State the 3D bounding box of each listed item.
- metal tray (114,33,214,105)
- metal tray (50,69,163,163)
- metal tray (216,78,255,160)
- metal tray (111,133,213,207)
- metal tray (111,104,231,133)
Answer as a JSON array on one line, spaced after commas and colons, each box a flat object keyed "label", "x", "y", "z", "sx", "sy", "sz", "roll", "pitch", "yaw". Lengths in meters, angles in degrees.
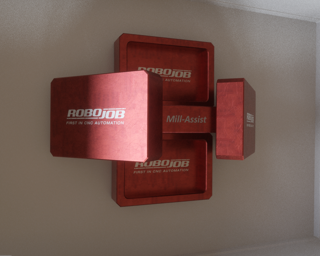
[{"label": "metal tray", "x": 0.007, "y": -0.070, "z": 0.408, "sx": 0.131, "sy": 0.030, "sz": 0.089, "roll": 0, "pitch": 91, "yaw": -21}, {"label": "metal tray", "x": -0.062, "y": -0.012, "z": 0.337, "sx": 0.030, "sy": 0.130, "sz": 0.089, "roll": 1, "pitch": 89, "yaw": -62}, {"label": "metal tray", "x": 0.100, "y": -0.009, "z": 0.397, "sx": 0.030, "sy": 0.130, "sz": 0.089, "roll": 1, "pitch": 90, "yaw": 22}, {"label": "metal tray", "x": 0.004, "y": 0.050, "z": 0.406, "sx": 0.131, "sy": 0.030, "sz": 0.089, "roll": 0, "pitch": 90, "yaw": -21}, {"label": "metal tray", "x": 0.013, "y": -0.010, "z": 0.379, "sx": 0.131, "sy": 0.090, "sz": 0.030, "roll": 0, "pitch": 90, "yaw": -21}]
